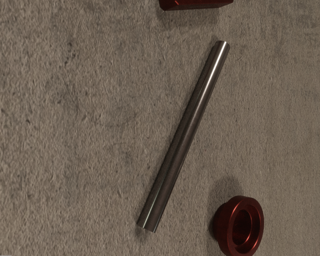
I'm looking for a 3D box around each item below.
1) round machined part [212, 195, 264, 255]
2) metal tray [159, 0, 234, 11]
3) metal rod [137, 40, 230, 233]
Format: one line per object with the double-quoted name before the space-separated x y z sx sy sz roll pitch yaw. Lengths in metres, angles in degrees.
"round machined part" 0.123 0.158 0.500 0.099 0.042 0.097 0 90 -40
"metal tray" 0.050 -0.220 0.444 0.131 0.030 0.089 -21 103 -38
"metal rod" 0.041 -0.001 0.441 0.025 0.025 0.300 38 67 -34
